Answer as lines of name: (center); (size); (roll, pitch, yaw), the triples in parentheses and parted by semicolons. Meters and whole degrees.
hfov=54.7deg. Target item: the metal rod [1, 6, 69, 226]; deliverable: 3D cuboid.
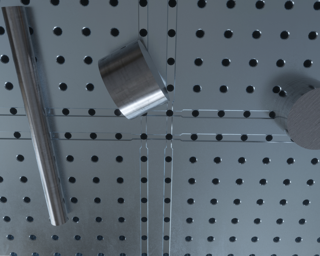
metal rod: (-0.160, -0.001, 0.411); (0.025, 0.025, 0.298); (-4, 110, 1)

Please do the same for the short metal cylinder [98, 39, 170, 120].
short metal cylinder: (-0.029, -0.056, 0.363); (0.050, 0.080, 0.080); (-26, 108, 9)

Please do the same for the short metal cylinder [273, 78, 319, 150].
short metal cylinder: (0.193, -0.019, 0.395); (0.081, 0.050, 0.079); (0, 110, 0)
